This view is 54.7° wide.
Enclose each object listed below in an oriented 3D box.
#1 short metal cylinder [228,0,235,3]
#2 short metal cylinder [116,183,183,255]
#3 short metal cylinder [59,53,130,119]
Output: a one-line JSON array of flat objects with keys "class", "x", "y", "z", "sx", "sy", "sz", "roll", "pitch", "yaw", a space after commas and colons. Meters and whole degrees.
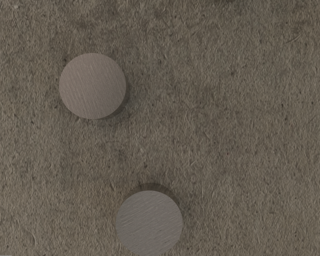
[{"class": "short metal cylinder", "x": 0.096, "y": -0.205, "z": 0.383, "sx": 0.050, "sy": 0.080, "sz": 0.080, "roll": 39, "pitch": 90, "yaw": 0}, {"class": "short metal cylinder", "x": -0.013, "y": 0.115, "z": 0.397, "sx": 0.081, "sy": 0.050, "sz": 0.080, "roll": 0, "pitch": 90, "yaw": 0}, {"class": "short metal cylinder", "x": -0.081, "y": -0.051, "z": 0.397, "sx": 0.081, "sy": 0.050, "sz": 0.080, "roll": 0, "pitch": 90, "yaw": 0}]
